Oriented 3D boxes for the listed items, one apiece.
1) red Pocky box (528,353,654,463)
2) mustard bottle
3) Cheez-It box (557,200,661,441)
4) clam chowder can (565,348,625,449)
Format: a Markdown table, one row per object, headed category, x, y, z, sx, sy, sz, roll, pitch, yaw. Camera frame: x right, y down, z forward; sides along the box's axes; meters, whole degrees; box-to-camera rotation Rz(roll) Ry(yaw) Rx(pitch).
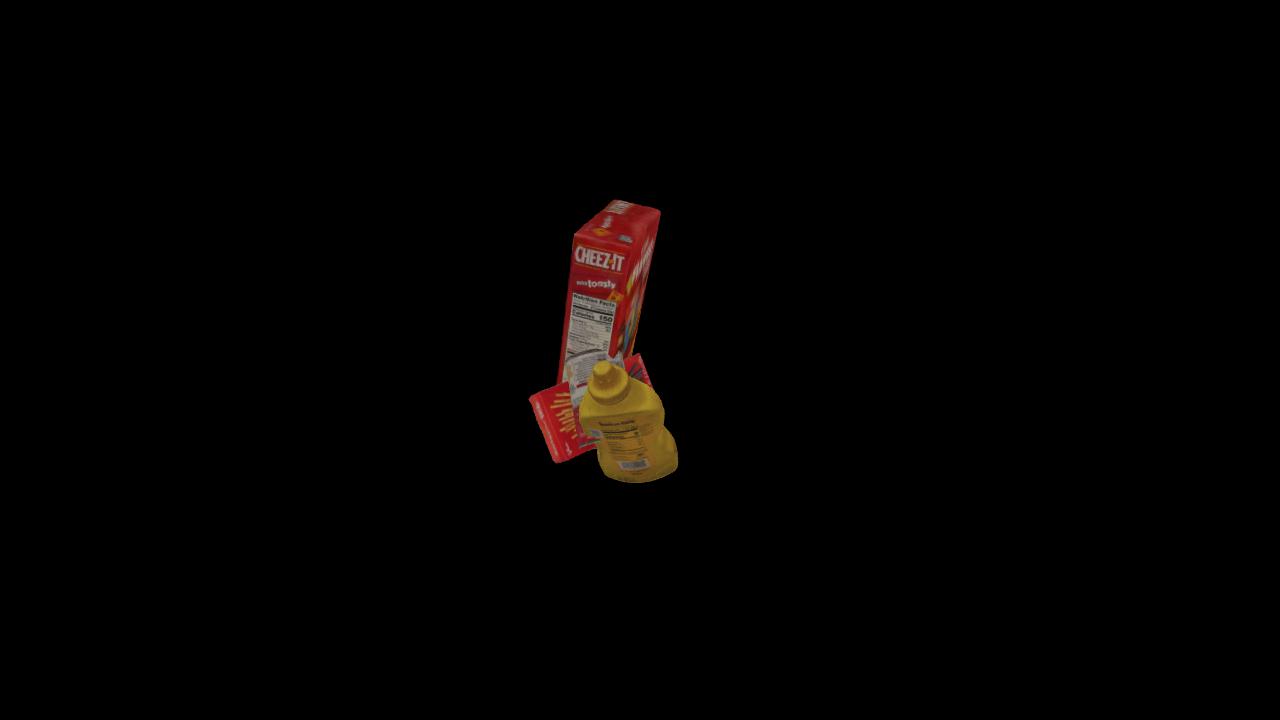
| category | x | y | z | sx | sy | sz | roll | pitch | yaw |
| --- | --- | --- | --- | --- | --- | --- | --- | --- | --- |
| red Pocky box | -0.046 | 0.053 | 0.716 | 0.155 | 0.083 | 0.028 | -22 | 2 | -39 |
| mustard bottle | -0.017 | 0.064 | 0.650 | 0.092 | 0.054 | 0.184 | -3 | -40 | 14 |
| Cheez-It box | -0.039 | -0.062 | 0.736 | 0.071 | 0.223 | 0.166 | 14 | 29 | 5 |
| clam chowder can | -0.044 | 0.044 | 0.687 | 0.068 | 0.102 | 0.068 | -11 | -13 | -3 |
